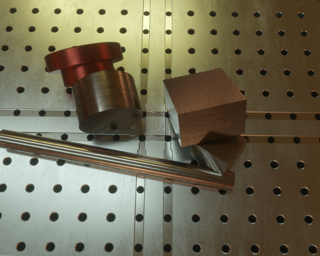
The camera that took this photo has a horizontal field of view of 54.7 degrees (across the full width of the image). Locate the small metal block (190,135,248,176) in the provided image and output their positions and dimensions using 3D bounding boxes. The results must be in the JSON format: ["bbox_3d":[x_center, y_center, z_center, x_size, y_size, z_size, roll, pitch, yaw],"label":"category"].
[{"bbox_3d":[0.074,0.024,0.391,0.050,0.025,0.050,33,53,22],"label":"small metal block"}]

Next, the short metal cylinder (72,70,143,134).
[{"bbox_3d":[-0.066,-0.031,0.392,0.081,0.080,0.050,-14,72,-5],"label":"short metal cylinder"}]

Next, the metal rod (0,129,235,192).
[{"bbox_3d":[-0.057,0.041,0.396,0.302,0.025,0.025,10,70,3],"label":"metal rod"}]

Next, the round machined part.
[{"bbox_3d":[-0.096,-0.081,0.408,0.099,0.098,0.042,-13,99,-5],"label":"round machined part"}]

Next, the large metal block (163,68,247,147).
[{"bbox_3d":[0.054,-0.028,0.391,0.081,0.050,0.080,-12,39,-5],"label":"large metal block"}]
